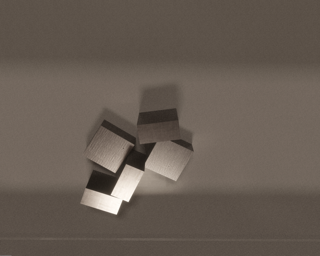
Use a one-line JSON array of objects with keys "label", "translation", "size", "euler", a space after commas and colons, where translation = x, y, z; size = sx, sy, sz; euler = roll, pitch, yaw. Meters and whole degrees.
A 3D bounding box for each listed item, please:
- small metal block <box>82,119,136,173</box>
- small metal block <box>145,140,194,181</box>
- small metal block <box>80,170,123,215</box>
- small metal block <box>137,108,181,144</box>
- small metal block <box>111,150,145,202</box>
[{"label": "small metal block", "translation": [-0.068, 0.025, 0.420], "size": [0.050, 0.025, 0.050], "euler": [31, 107, -11]}, {"label": "small metal block", "translation": [0.011, 0.037, 0.425], "size": [0.050, 0.025, 0.050], "euler": [25, 108, -10]}, {"label": "small metal block", "translation": [-0.077, 0.088, 0.429], "size": [0.050, 0.050, 0.025], "euler": [20, 109, -8]}, {"label": "small metal block", "translation": [-0.001, -0.003, 0.397], "size": [0.050, 0.050, 0.025], "euler": [-7, 110, 2]}, {"label": "small metal block", "translation": [-0.042, 0.063, 0.421], "size": [0.025, 0.050, 0.050], "euler": [24, 108, -9]}]
